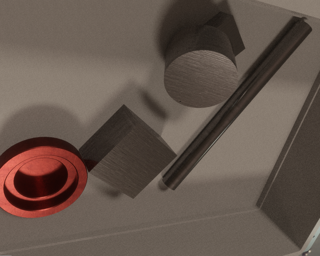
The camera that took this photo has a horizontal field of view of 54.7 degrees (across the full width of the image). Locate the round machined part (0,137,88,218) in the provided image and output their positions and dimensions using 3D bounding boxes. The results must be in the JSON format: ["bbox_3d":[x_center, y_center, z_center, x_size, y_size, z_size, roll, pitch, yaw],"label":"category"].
[{"bbox_3d":[-0.137,0.052,0.355,0.099,0.042,0.097,-14,125,-21],"label":"round machined part"}]

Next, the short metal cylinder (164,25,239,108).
[{"bbox_3d":[0.046,-0.069,0.354,0.080,0.050,0.080,2,138,2],"label":"short metal cylinder"}]

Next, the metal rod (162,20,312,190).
[{"bbox_3d":[0.107,-0.028,0.451,0.025,0.025,0.299,34,99,-39],"label":"metal rod"}]

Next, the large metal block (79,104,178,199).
[{"bbox_3d":[-0.040,0.031,0.391,0.080,0.050,0.080,-45,130,3],"label":"large metal block"}]

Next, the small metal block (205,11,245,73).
[{"bbox_3d":[0.072,-0.106,0.384,0.050,0.025,0.050,-39,130,-2],"label":"small metal block"}]
